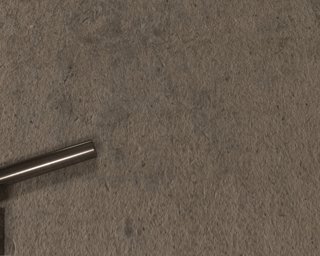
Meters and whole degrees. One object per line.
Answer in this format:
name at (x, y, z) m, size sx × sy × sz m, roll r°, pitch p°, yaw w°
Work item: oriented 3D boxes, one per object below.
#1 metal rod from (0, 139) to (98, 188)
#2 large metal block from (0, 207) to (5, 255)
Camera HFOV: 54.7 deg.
metal rod at (-0.227, 0.071, 0.379) m, size 0.302 × 0.025 × 0.025 m, roll -17°, pitch 71°, yaw -7°
large metal block at (-0.225, 0.133, 0.343) m, size 0.081 × 0.050 × 0.080 m, roll -9°, pitch 70°, yaw -4°
